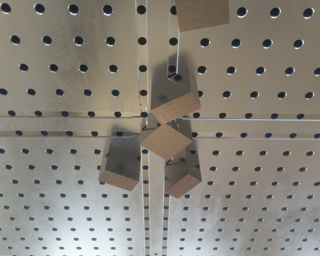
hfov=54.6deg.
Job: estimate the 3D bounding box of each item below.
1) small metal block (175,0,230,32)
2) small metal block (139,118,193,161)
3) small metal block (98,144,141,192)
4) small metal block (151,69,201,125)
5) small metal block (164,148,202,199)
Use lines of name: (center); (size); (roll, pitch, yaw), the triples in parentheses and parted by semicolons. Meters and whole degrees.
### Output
small metal block: (0.040, -0.127, 0.304); (0.050, 0.025, 0.050); (-8, 130, 7)
small metal block: (0.008, 0.012, 0.421); (0.050, 0.025, 0.050); (33, 123, -25)
small metal block: (-0.057, 0.056, 0.442); (0.050, 0.050, 0.025); (23, 126, -18)
small metal block: (0.018, -0.037, 0.364); (0.050, 0.050, 0.025); (-23, 127, 18)
small metal block: (0.032, 0.066, 0.452); (0.025, 0.050, 0.050); (32, 123, -24)
